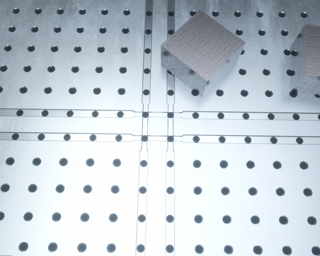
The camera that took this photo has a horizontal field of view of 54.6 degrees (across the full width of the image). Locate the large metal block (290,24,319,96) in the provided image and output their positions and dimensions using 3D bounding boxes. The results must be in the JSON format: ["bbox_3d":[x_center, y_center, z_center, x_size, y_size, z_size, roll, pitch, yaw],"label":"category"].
[{"bbox_3d":[0.233,-0.091,0.433,0.080,0.050,0.080,8,70,3],"label":"large metal block"}]

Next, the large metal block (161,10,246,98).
[{"bbox_3d":[0.058,-0.104,0.437,0.080,0.050,0.080,41,75,13],"label":"large metal block"}]
